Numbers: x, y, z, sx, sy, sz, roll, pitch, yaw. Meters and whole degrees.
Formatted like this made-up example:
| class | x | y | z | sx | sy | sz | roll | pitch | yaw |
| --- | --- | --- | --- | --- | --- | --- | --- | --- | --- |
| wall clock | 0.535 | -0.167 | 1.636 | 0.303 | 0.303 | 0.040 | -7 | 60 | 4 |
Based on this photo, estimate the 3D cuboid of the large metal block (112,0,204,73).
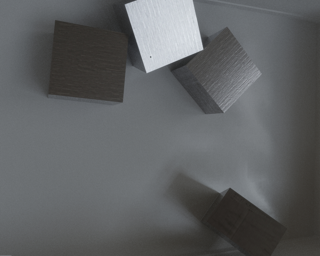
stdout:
| class | x | y | z | sx | sy | sz | roll | pitch | yaw |
| --- | --- | --- | --- | --- | --- | --- | --- | --- | --- |
| large metal block | -0.002 | -0.124 | 0.381 | 0.080 | 0.050 | 0.080 | -26 | 119 | -15 |

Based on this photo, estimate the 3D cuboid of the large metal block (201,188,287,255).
| class | x | y | z | sx | sy | sz | roll | pitch | yaw |
| --- | --- | --- | --- | --- | --- | --- | --- | --- | --- |
| large metal block | 0.104 | 0.126 | 0.405 | 0.080 | 0.080 | 0.050 | 35 | 77 | 11 |

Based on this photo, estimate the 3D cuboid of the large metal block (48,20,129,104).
| class | x | y | z | sx | sy | sz | roll | pitch | yaw |
| --- | --- | --- | --- | --- | --- | --- | --- | --- | --- |
| large metal block | -0.086 | -0.072 | 0.365 | 0.081 | 0.050 | 0.080 | 5 | 88 | -20 |

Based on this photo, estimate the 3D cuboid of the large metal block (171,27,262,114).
| class | x | y | z | sx | sy | sz | roll | pitch | yaw |
| --- | --- | --- | --- | --- | --- | --- | --- | --- | --- |
| large metal block | 0.077 | -0.076 | 0.425 | 0.080 | 0.050 | 0.080 | -45 | 104 | -14 |
